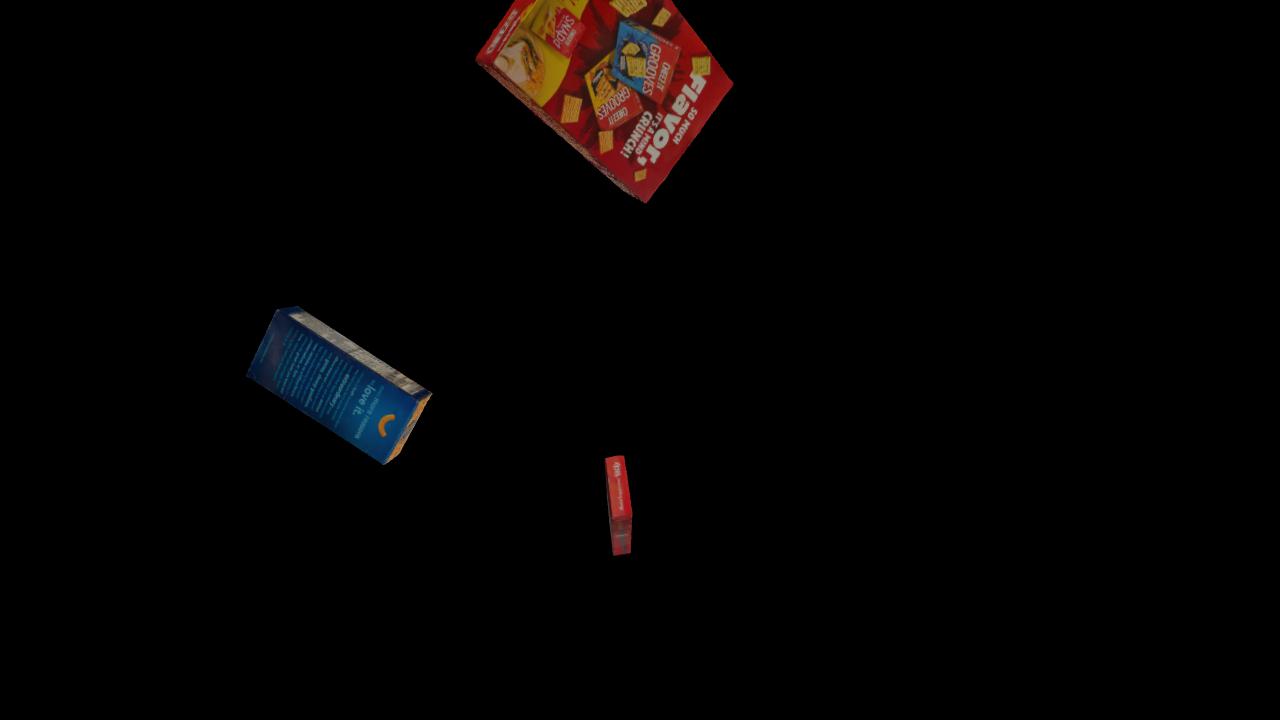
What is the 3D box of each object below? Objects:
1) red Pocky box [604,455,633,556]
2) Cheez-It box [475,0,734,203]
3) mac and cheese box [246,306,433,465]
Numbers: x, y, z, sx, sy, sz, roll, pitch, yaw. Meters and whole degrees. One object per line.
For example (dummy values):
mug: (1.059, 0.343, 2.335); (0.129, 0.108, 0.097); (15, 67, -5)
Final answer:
red Pocky box: (-0.028, 0.195, 0.811); (0.028, 0.083, 0.155); (-5, -33, -5)
Cheez-It box: (-0.027, -0.297, 0.633); (0.223, 0.166, 0.071); (32, 8, -40)
mac and cheese box: (-0.334, 0.027, 0.686); (0.184, 0.093, 0.041); (33, 14, 0)
